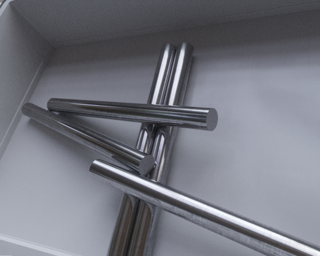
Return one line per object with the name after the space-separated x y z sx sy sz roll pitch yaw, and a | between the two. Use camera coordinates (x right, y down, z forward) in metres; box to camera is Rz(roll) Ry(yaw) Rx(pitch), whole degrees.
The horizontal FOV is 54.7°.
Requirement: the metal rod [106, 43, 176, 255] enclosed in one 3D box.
-0.016 0.013 0.401 0.025 0.025 0.300 -1 61 27 | metal rod

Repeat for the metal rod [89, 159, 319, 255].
0.051 0.087 0.301 0.300 0.025 0.025 17 70 28 | metal rod

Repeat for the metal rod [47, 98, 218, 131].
-0.061 -0.023 0.423 0.300 0.025 0.025 7 65 38 | metal rod

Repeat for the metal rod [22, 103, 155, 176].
-0.123 0.005 0.447 0.300 0.025 0.025 19 72 40 | metal rod

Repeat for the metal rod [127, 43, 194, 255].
0.006 0.015 0.388 0.025 0.025 0.300 -1 61 27 | metal rod
